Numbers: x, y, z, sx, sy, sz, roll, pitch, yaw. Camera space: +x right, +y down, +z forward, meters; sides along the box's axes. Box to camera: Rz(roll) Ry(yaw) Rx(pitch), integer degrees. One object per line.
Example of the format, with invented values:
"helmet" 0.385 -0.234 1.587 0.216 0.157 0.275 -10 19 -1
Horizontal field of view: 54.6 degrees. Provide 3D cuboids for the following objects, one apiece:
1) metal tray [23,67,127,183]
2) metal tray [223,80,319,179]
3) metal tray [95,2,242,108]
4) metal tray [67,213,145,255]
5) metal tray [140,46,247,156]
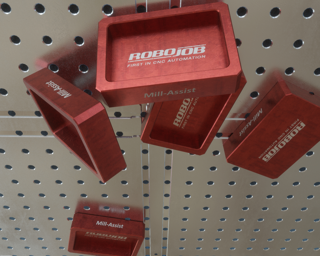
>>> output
"metal tray" -0.096 -0.006 0.344 0.030 0.130 0.090 -36 135 -25
"metal tray" 0.158 0.008 0.416 0.090 0.030 0.129 21 127 -17
"metal tray" 0.006 -0.072 0.304 0.131 0.090 0.030 -6 154 5
"metal tray" -0.101 0.205 0.581 0.131 0.030 0.089 11 129 -10
"metal tray" 0.036 -0.028 0.384 0.091 0.030 0.129 14 129 -12
